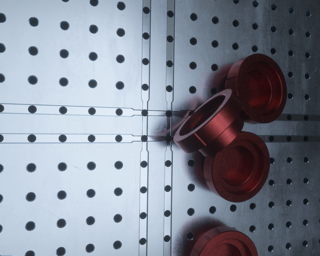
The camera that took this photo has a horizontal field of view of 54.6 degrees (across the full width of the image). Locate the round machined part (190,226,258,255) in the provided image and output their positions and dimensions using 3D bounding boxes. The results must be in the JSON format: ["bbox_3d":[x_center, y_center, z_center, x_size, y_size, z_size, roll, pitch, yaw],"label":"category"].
[{"bbox_3d":[0.084,0.186,0.435,0.099,0.042,0.097,0,90,-20],"label":"round machined part"}]

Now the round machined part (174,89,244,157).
[{"bbox_3d":[0.067,-0.002,0.397,0.098,0.098,0.042,-46,100,-14],"label":"round machined part"}]

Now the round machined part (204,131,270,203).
[{"bbox_3d":[0.103,0.051,0.437,0.099,0.042,0.097,-3,97,-24],"label":"round machined part"}]

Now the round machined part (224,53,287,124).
[{"bbox_3d":[0.132,-0.054,0.446,0.099,0.042,0.098,2,85,-29],"label":"round machined part"}]
